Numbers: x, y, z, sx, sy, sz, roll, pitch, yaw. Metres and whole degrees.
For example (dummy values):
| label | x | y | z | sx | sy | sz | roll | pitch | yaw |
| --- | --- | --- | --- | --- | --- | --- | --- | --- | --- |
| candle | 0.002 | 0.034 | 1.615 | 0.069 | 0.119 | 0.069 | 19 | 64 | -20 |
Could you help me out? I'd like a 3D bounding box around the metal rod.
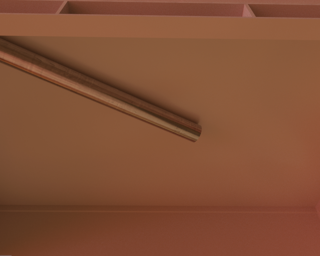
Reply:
| label | x | y | z | sx | sy | sz | roll | pitch | yaw |
| --- | --- | --- | --- | --- | --- | --- | --- | --- | --- |
| metal rod | -0.083 | -0.047 | 0.368 | 0.302 | 0.025 | 0.025 | 22 | 127 | -18 |
